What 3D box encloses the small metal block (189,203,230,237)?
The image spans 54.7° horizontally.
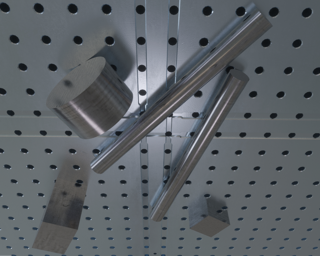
[{"bbox_3d":[0.088,0.166,0.554,0.050,0.025,0.050,28,124,-22],"label":"small metal block"}]

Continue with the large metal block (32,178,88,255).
[{"bbox_3d":[-0.159,0.141,0.494,0.050,0.080,0.079,20,127,-16],"label":"large metal block"}]

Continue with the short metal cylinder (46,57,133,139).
[{"bbox_3d":[-0.078,-0.034,0.346,0.080,0.080,0.050,-25,126,19],"label":"short metal cylinder"}]

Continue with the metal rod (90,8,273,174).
[{"bbox_3d":[0.007,-0.028,0.387,0.025,0.025,0.299,34,122,-26],"label":"metal rod"}]

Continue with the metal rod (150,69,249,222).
[{"bbox_3d":[0.043,0.046,0.451,0.025,0.025,0.298,15,129,-13],"label":"metal rod"}]
